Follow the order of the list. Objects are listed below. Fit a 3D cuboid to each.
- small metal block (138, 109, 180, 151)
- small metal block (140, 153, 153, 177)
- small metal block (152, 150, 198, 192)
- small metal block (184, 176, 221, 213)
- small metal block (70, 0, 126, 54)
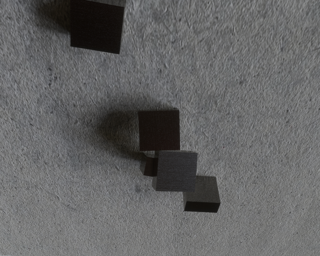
[{"bbox_3d":[0.000,0.002,0.393,0.050,0.025,0.050,-2,97,1],"label":"small metal block"},{"bbox_3d":[0.001,0.054,0.433,0.050,0.050,0.025,11,90,-10],"label":"small metal block"},{"bbox_3d":[0.019,0.054,0.398,0.050,0.025,0.050,4,91,-13],"label":"small metal block"},{"bbox_3d":[0.062,0.101,0.477,0.050,0.050,0.025,4,130,-4],"label":"small metal block"},{"bbox_3d":[-0.063,-0.107,0.315,0.050,0.025,0.050,8,130,-7],"label":"small metal block"}]
